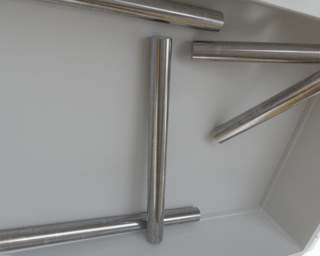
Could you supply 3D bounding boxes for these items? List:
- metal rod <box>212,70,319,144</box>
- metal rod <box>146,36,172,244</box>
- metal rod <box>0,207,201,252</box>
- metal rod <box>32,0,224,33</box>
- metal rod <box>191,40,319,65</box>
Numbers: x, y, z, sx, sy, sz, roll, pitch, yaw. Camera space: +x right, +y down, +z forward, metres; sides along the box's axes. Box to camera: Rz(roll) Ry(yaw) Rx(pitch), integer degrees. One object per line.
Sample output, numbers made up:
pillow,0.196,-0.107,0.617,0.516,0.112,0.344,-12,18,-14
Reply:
metal rod,0.192,-0.054,0.384,0.025,0.025,0.299,27,134,-38
metal rod,-0.003,0.033,0.409,0.025,0.025,0.298,-10,117,-23
metal rod,-0.069,0.145,0.460,0.303,0.025,0.025,1,118,-29
metal rod,-0.065,-0.125,0.295,0.303,0.025,0.025,0,119,-28
metal rod,0.190,-0.090,0.380,0.302,0.025,0.025,1,121,-2
